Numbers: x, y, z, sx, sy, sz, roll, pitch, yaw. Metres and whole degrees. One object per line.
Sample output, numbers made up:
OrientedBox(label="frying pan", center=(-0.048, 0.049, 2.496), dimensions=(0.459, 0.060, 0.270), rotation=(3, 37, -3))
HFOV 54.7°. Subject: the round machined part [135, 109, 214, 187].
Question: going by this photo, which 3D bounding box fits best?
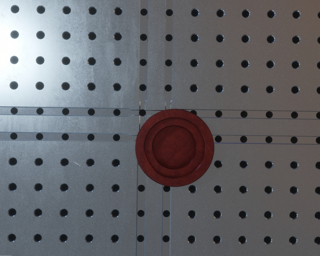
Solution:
OrientedBox(label="round machined part", center=(0.018, 0.025, 0.405), dimensions=(0.099, 0.042, 0.097), rotation=(0, 90, -1))
